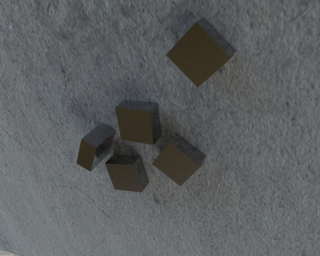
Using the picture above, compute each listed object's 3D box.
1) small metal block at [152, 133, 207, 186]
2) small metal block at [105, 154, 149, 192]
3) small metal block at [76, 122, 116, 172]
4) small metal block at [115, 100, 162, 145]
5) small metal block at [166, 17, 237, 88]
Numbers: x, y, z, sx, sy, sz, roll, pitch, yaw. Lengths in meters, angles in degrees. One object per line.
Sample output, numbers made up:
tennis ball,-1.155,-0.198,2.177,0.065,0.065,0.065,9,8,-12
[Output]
small metal block,0.025,0.043,0.419,0.050,0.025,0.050,39,129,1
small metal block,-0.050,0.069,0.474,0.050,0.025,0.050,-1,118,28
small metal block,-0.094,0.027,0.455,0.025,0.050,0.050,29,128,9
small metal block,-0.028,-0.008,0.415,0.050,0.025,0.050,8,122,24
small metal block,0.044,-0.081,0.333,0.050,0.025,0.050,46,129,-4
